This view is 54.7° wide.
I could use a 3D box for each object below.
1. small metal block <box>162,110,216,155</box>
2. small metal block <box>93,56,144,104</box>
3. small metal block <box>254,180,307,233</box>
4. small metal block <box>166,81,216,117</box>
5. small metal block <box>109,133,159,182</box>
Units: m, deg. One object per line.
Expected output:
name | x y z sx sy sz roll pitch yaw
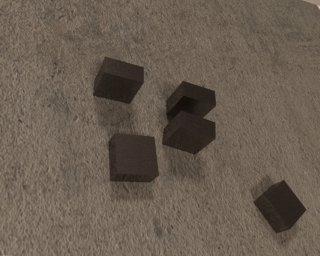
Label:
small metal block | 0.037 0.007 0.405 0.050 0.050 0.025 18 55 -18
small metal block | -0.054 -0.059 0.396 0.050 0.050 0.025 12 57 -22
small metal block | 0.167 0.108 0.430 0.050 0.025 0.050 -26 76 -37
small metal block | 0.043 -0.035 0.434 0.050 0.050 0.025 14 56 -21
small metal block | -0.032 0.036 0.366 0.050 0.025 0.050 7 59 -25
